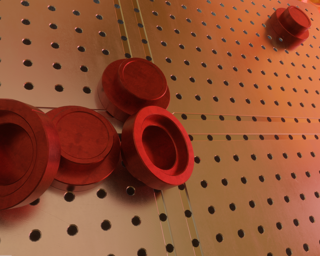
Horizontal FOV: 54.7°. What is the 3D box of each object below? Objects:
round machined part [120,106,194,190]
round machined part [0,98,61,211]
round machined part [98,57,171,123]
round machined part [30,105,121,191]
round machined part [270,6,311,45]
[{"bbox_3d":[-0.007,0.026,0.366,0.098,0.042,0.098,28,48,-36],"label":"round machined part"},{"bbox_3d":[-0.137,0.024,0.288,0.098,0.042,0.097,-2,82,11],"label":"round machined part"},{"bbox_3d":[-0.030,-0.055,0.417,0.099,0.042,0.098,14,56,-21],"label":"round machined part"},{"bbox_3d":[-0.090,0.016,0.340,0.099,0.042,0.098,14,56,-21],"label":"round machined part"},{"bbox_3d":[0.307,-0.243,0.715,0.099,0.042,0.098,14,56,-21],"label":"round machined part"}]
